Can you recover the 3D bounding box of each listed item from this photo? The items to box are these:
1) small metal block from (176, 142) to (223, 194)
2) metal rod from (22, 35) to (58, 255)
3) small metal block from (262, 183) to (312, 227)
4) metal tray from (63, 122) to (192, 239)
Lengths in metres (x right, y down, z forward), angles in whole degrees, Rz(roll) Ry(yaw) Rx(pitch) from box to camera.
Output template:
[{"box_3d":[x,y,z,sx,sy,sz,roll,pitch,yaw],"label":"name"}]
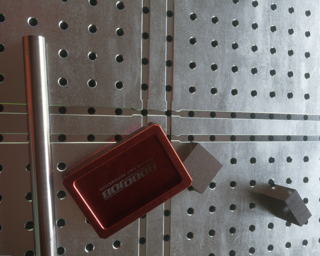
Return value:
[{"box_3d":[0.050,0.055,0.431,0.050,0.025,0.050,42,77,-15],"label":"small metal block"},{"box_3d":[-0.138,0.045,0.361,0.025,0.025,0.298,-3,91,-20],"label":"metal rod"},{"box_3d":[0.192,0.116,0.470,0.025,0.050,0.050,-38,103,-16],"label":"small metal block"},{"box_3d":[-0.038,0.062,0.381,0.130,0.030,0.090,-31,101,-5],"label":"metal tray"}]
